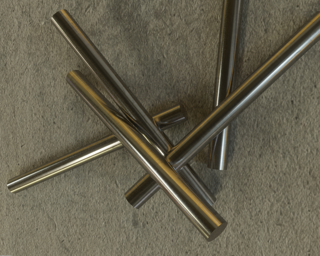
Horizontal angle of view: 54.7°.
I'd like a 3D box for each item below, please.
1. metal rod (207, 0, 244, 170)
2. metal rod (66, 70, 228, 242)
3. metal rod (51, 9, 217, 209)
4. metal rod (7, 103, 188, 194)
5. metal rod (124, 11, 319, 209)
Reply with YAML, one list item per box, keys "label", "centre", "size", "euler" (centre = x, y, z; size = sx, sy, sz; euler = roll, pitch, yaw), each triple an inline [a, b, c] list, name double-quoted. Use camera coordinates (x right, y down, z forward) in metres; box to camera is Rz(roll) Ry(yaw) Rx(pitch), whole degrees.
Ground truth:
- label: "metal rod"
  centre: [0.084, -0.099, 0.379]
  size: [0.025, 0.025, 0.298]
  euler: [6, 92, 20]
- label: "metal rod"
  centre: [-0.036, 0.011, 0.370]
  size: [0.300, 0.025, 0.025]
  euler: [44, 104, 35]
- label: "metal rod"
  centre: [-0.032, -0.021, 0.386]
  size: [0.025, 0.025, 0.300]
  euler: [-38, 91, 16]
- label: "metal rod"
  centre: [-0.100, 0.035, 0.444]
  size: [0.300, 0.025, 0.025]
  euler: [-23, 82, 18]
- label: "metal rod"
  centre: [0.075, -0.017, 0.355]
  size: [0.300, 0.025, 0.025]
  euler: [-44, 76, 4]
